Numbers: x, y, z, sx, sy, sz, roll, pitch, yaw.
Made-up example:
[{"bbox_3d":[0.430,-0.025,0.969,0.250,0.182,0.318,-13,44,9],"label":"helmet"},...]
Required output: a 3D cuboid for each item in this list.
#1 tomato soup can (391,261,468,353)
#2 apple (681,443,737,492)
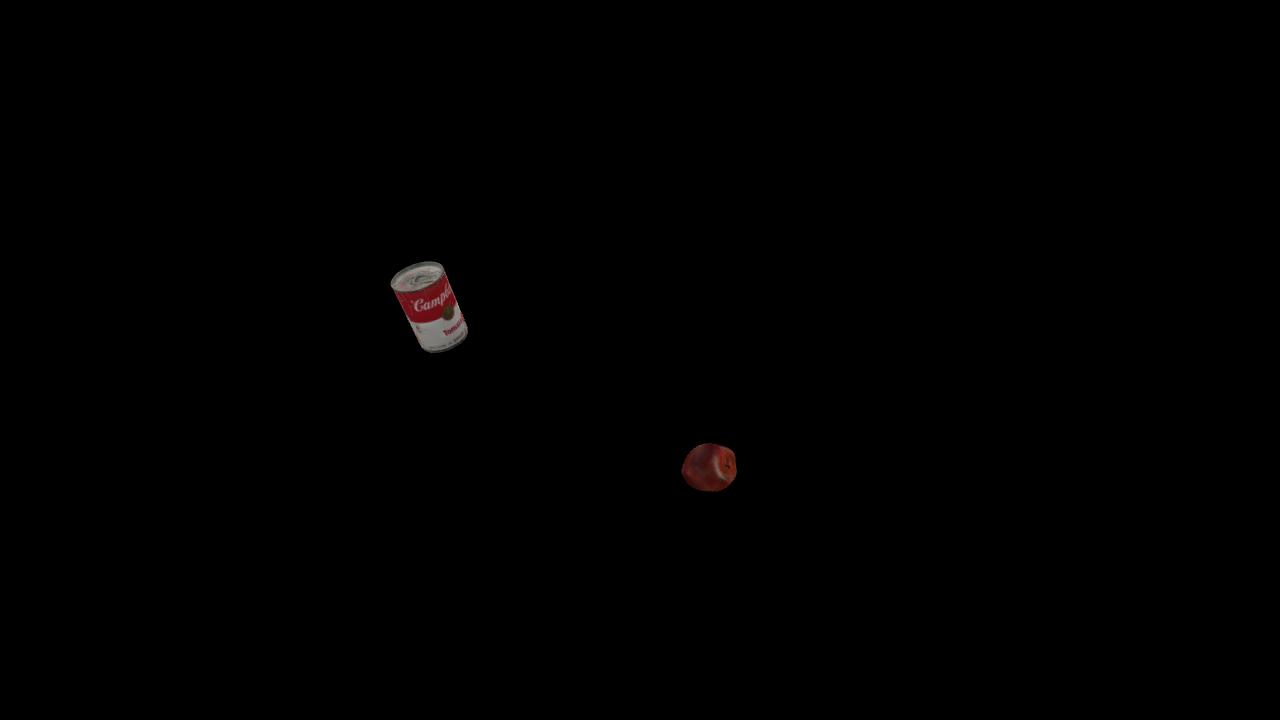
[{"bbox_3d":[-0.271,-0.067,0.798,0.068,0.101,0.068,-6,40,5],"label":"tomato soup can"},{"bbox_3d":[0.110,0.173,0.985,0.079,0.079,0.093,0,-13,-43],"label":"apple"}]
